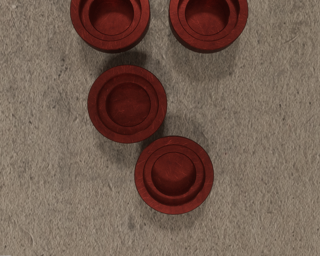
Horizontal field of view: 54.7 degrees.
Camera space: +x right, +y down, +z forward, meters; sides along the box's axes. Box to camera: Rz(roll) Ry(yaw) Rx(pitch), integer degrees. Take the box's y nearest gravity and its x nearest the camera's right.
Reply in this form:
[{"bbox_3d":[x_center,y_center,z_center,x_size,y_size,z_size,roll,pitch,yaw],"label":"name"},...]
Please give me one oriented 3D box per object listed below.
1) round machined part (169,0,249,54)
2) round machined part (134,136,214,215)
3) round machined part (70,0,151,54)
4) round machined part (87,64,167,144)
[{"bbox_3d":[0.060,-0.145,0.402,0.099,0.042,0.097,0,90,-1],"label":"round machined part"},{"bbox_3d":[0.017,0.058,0.402,0.099,0.042,0.097,0,90,-1],"label":"round machined part"},{"bbox_3d":[-0.061,-0.144,0.401,0.099,0.042,0.097,0,90,-1],"label":"round machined part"},{"bbox_3d":[-0.040,-0.030,0.401,0.099,0.042,0.097,0,90,-1],"label":"round machined part"}]
